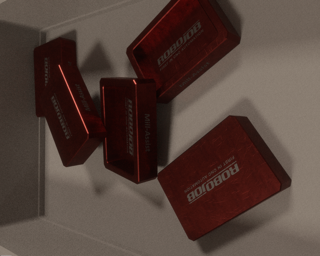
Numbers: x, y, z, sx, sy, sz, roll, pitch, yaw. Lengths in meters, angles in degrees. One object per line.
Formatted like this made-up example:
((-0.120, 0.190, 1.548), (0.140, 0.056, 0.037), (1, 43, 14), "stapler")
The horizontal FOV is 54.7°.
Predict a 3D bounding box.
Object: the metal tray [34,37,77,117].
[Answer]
((-0.188, -0.087, 0.555), (0.090, 0.030, 0.129), (-5, 87, 39), "metal tray")

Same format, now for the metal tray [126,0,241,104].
((0.022, -0.101, 0.383), (0.130, 0.030, 0.090), (-38, 67, 33), "metal tray")

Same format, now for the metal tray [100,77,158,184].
((-0.043, -0.001, 0.411), (0.090, 0.030, 0.129), (13, 108, 50), "metal tray")

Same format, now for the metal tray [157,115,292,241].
((0.065, 0.058, 0.349), (0.129, 0.030, 0.090), (-43, 64, 31), "metal tray")

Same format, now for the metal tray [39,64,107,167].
((-0.135, -0.019, 0.465), (0.090, 0.030, 0.130), (-45, 63, 38), "metal tray")
